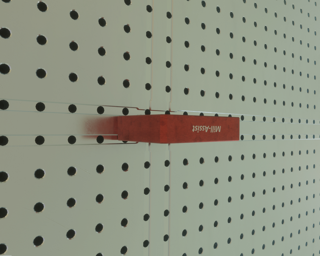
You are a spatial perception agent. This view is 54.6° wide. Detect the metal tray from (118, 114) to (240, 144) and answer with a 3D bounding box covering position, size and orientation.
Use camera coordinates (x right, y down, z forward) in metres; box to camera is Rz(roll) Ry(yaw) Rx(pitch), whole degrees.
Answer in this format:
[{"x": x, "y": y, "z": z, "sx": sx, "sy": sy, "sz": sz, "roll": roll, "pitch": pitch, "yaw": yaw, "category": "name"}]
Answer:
[{"x": 0.025, "y": 0.001, "z": 0.386, "sx": 0.131, "sy": 0.090, "sz": 0.030, "roll": 0, "pitch": 90, "yaw": -40, "category": "metal tray"}]
